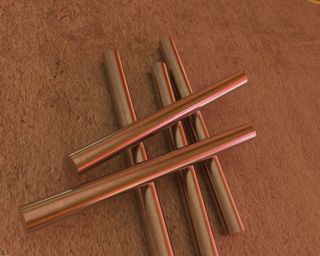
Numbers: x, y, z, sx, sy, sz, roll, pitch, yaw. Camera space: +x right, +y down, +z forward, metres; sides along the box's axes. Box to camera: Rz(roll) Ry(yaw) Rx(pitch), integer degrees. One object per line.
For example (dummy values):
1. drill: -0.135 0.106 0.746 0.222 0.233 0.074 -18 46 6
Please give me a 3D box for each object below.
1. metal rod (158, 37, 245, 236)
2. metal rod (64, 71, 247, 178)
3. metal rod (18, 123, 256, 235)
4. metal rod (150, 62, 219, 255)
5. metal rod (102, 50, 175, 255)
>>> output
1. metal rod: 0.050 -0.004 0.433 0.025 0.025 0.299 -3 63 -30
2. metal rod: 0.020 -0.020 0.392 0.302 0.025 0.025 -28 78 -37
3. metal rod: 0.004 0.042 0.346 0.302 0.025 0.025 -17 71 -35
4. metal rod: 0.029 0.043 0.392 0.025 0.025 0.299 1 61 -28
5. metal rod: -0.028 0.032 0.368 0.025 0.025 0.299 -3 63 -30
